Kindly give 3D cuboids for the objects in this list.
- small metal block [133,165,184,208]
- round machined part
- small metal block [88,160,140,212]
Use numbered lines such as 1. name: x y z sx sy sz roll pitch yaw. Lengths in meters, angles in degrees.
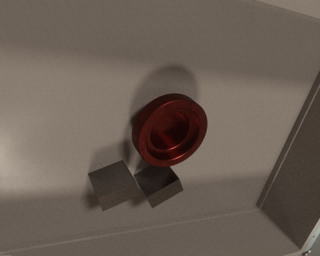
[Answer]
1. small metal block: -0.003 0.078 0.441 0.050 0.050 0.025 -28 128 -11
2. round machined part: 0.009 -0.001 0.404 0.099 0.042 0.097 -14 125 -21
3. small metal block: -0.061 0.074 0.406 0.050 0.050 0.025 -21 127 -17
